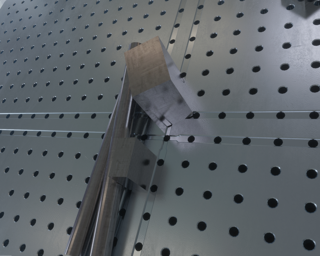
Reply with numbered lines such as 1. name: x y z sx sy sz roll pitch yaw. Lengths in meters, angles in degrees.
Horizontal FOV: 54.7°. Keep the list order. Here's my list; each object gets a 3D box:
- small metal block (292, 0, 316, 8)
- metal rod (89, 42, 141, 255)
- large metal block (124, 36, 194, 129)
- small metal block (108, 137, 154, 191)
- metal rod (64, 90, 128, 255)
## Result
1. small metal block: 0.201 -0.200 0.426 0.050 0.025 0.050 -37 51 3
2. metal rod: -0.052 0.015 0.409 0.025 0.025 0.299 -4 65 26
3. large metal block: -0.001 -0.058 0.409 0.050 0.080 0.080 -23 53 14
4. small metal block: -0.034 0.045 0.382 0.025 0.050 0.050 -3 60 27
5. metal rod: -0.068 0.021 0.430 0.025 0.025 0.300 0 62 28
